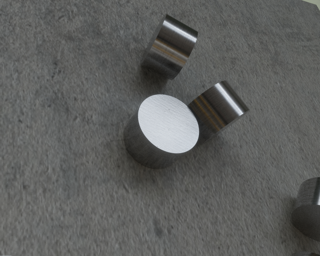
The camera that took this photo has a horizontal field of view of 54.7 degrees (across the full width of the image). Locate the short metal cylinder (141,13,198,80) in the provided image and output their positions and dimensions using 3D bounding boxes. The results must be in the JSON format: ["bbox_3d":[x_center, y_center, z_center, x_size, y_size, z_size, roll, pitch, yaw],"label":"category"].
[{"bbox_3d":[0.012,-0.116,0.447,0.050,0.080,0.080,26,53,-13],"label":"short metal cylinder"}]

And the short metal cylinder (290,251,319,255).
[{"bbox_3d":[0.171,0.189,0.348,0.050,0.080,0.080,-30,79,-38],"label":"short metal cylinder"}]

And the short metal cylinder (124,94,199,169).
[{"bbox_3d":[0.001,0.005,0.387,0.081,0.050,0.080,14,56,-21],"label":"short metal cylinder"}]

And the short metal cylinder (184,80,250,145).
[{"bbox_3d":[0.074,-0.020,0.423,0.081,0.080,0.050,-28,78,-38],"label":"short metal cylinder"}]

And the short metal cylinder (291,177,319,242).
[{"bbox_3d":[0.229,0.114,0.425,0.080,0.080,0.050,40,51,-2],"label":"short metal cylinder"}]
